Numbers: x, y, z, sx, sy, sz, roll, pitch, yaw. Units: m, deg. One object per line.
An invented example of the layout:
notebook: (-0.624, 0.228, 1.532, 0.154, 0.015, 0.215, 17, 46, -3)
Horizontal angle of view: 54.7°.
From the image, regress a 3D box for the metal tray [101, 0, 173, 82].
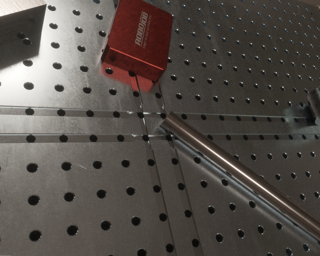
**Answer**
metal tray: (-0.031, -0.142, 0.476, 0.091, 0.030, 0.130, 19, 54, -17)

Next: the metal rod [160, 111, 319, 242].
metal rod: (0.129, 0.074, 0.434, 0.301, 0.025, 0.025, 36, 51, -5)

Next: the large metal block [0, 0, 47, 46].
large metal block: (-0.201, -0.151, 0.376, 0.080, 0.050, 0.080, 48, 51, 5)

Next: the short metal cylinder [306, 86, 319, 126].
short metal cylinder: (0.323, -0.044, 0.578, 0.081, 0.080, 0.050, 7, 59, -25)
